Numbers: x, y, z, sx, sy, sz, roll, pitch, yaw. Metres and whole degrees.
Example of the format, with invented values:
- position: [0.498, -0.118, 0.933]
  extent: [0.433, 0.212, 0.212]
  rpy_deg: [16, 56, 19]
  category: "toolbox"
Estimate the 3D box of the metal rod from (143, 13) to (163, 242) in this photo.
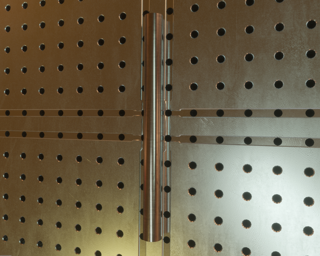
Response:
- position: [-0.009, -0.001, 0.415]
  extent: [0.025, 0.025, 0.298]
  rpy_deg: [0, 90, 19]
  category: "metal rod"
